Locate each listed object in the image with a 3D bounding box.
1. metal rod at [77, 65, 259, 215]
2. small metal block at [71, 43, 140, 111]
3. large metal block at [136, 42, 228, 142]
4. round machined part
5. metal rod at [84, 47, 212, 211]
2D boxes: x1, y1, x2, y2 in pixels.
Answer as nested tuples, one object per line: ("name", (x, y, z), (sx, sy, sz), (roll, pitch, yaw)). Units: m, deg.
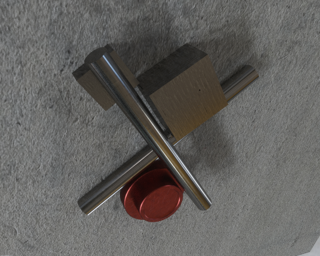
("metal rod", (0.013, 0.015, 0.428), (0.301, 0.025, 0.025), (-39, 130, -2))
("small metal block", (-0.060, -0.056, 0.344), (0.050, 0.025, 0.050), (-40, 130, -1))
("large metal block", (0.027, -0.044, 0.383), (0.080, 0.050, 0.080), (-36, 130, -5))
("round machined part", (-0.005, 0.099, 0.457), (0.099, 0.042, 0.097), (-14, 125, -21))
("metal rod", (0.004, 0.025, 0.394), (0.025, 0.025, 0.300), (-38, 130, -3))
